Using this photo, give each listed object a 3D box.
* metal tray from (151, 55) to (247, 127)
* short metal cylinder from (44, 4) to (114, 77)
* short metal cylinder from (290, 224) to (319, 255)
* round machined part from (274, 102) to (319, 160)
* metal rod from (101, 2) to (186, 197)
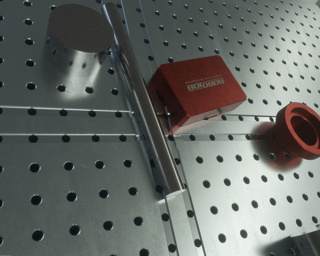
[{"bbox_3d":[0.062,-0.061,0.476,0.131,0.030,0.090,-18,71,-35],"label":"metal tray"},{"bbox_3d":[-0.106,-0.113,0.404,0.081,0.050,0.080,13,56,-21],"label":"short metal cylinder"},{"bbox_3d":[0.218,0.151,0.398,0.081,0.080,0.050,-7,65,-31],"label":"short metal cylinder"},{"bbox_3d":[0.231,0.009,0.516,0.099,0.042,0.098,14,56,-21],"label":"round machined part"},{"bbox_3d":[-0.030,-0.053,0.423,0.025,0.025,0.299,-7,65,-31],"label":"metal rod"}]
